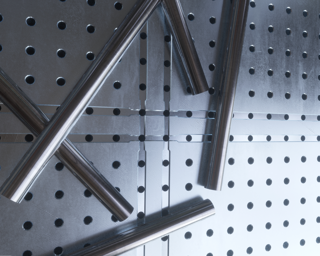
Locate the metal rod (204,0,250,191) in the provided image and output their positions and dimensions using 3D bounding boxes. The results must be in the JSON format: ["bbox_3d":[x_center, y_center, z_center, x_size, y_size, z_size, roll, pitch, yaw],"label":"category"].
[{"bbox_3d":[0.099,-0.060,0.450,0.025,0.025,0.298,10,86,-20],"label":"metal rod"}]

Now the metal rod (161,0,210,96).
[{"bbox_3d":[0.007,-0.189,0.415,0.025,0.025,0.298,-23,98,-19],"label":"metal rod"}]

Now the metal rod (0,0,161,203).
[{"bbox_3d":[-0.082,-0.052,0.364,0.025,0.025,0.300,36,71,-17],"label":"metal rod"}]

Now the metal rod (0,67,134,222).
[{"bbox_3d":[-0.137,-0.001,0.362,0.025,0.025,0.300,-44,104,-15],"label":"metal rod"}]

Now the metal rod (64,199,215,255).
[{"bbox_3d":[-0.065,0.152,0.389,0.302,0.025,0.025,-16,96,-20],"label":"metal rod"}]
